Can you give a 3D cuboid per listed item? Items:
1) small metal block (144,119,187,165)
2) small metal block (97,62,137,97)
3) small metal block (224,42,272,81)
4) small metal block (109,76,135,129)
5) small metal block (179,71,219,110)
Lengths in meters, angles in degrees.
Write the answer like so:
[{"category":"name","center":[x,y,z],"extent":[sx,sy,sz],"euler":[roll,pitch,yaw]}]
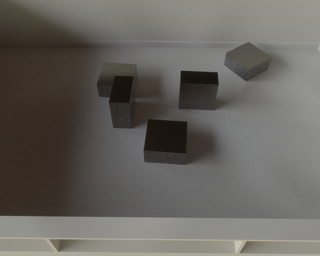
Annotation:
[{"category":"small metal block","center":[0.008,0.017,0.391],"extent":[0.050,0.025,0.050],"euler":[4,50,3]},{"category":"small metal block","center":[-0.063,-0.072,0.464],"extent":[0.050,0.025,0.050],"euler":[4,50,3]},{"category":"small metal block","center":[0.140,-0.107,0.497],"extent":[0.050,0.025,0.050],"euler":[-29,56,-22]},{"category":"small metal block","center":[-0.049,-0.035,0.417],"extent":[0.025,0.050,0.050],"euler":[3,50,2]},{"category":"small metal block","center":[0.053,-0.052,0.433],"extent":[0.050,0.050,0.025],"euler":[3,50,2]}]
